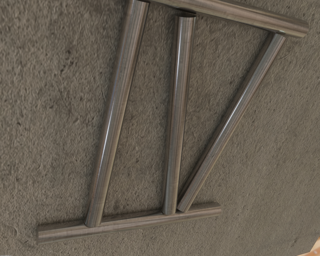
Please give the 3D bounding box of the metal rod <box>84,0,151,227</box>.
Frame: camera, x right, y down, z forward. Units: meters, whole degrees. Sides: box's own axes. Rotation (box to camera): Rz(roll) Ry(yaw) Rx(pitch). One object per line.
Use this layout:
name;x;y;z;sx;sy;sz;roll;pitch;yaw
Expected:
metal rod;-0.058;0.000;0.377;0.025;0.025;0.298;1;118;-29

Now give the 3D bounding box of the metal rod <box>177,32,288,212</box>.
metal rod;0.098;0.002;0.465;0.025;0.025;0.298;14;111;-35

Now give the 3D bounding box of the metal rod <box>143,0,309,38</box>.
metal rod;0.065;-0.140;0.359;0.303;0.025;0.025;1;118;-29

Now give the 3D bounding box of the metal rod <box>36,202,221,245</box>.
metal rod;-0.030;0.143;0.481;0.303;0.025;0.025;1;118;-29

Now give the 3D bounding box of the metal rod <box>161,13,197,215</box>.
metal rod;0.021;0.002;0.422;0.025;0.025;0.298;-11;123;-23
